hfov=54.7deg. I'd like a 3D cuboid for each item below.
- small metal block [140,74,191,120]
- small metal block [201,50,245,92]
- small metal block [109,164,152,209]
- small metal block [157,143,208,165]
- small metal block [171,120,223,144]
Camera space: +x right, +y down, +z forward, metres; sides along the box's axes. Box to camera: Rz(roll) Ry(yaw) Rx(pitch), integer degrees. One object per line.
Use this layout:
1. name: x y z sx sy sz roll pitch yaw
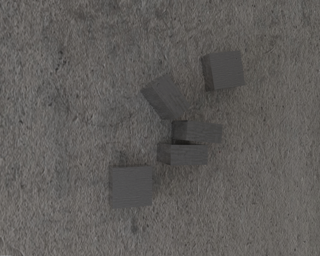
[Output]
1. small metal block: 0.006 -0.038 0.398 0.025 0.050 0.050 -42 103 -15
2. small metal block: 0.090 -0.081 0.442 0.050 0.025 0.050 -11 94 -20
3. small metal block: -0.038 0.073 0.395 0.050 0.025 0.050 0 90 -20
4. small metal block: 0.028 0.033 0.406 0.050 0.050 0.025 2 90 -20
5. small metal block: 0.048 0.005 0.413 0.050 0.050 0.025 6 88 -20
